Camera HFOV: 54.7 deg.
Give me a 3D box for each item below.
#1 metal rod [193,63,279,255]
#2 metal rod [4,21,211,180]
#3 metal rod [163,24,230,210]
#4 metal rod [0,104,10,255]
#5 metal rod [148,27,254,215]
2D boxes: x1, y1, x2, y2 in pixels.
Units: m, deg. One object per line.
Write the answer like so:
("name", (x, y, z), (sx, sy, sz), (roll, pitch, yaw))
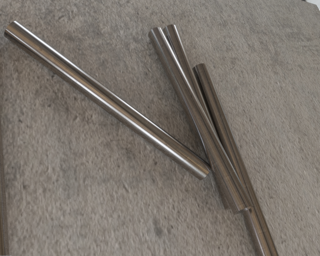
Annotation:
("metal rod", (0.100, 0.035, 0.438), (0.025, 0.025, 0.299), (-1, 62, -29))
("metal rod", (-0.061, -0.032, 0.390), (0.301, 0.025, 0.025), (37, 51, -4))
("metal rod", (0.056, -0.031, 0.454), (0.025, 0.025, 0.299), (-2, 63, -30))
("metal rod", (-0.174, -0.002, 0.311), (0.025, 0.025, 0.299), (-2, 63, -30))
("metal rod", (0.045, -0.027, 0.428), (0.025, 0.025, 0.299), (-6, 59, -31))
